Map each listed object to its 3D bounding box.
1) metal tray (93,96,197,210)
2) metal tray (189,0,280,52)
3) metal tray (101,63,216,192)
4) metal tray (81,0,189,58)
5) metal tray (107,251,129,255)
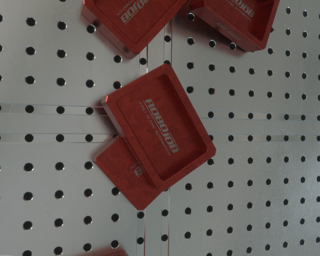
[{"bbox_3d":[-0.010,0.031,0.407,0.130,0.030,0.090,-42,104,-15],"label":"metal tray"},{"bbox_3d":[0.109,-0.176,0.434,0.131,0.030,0.090,22,82,-34],"label":"metal tray"},{"bbox_3d":[0.001,-0.001,0.378,0.090,0.030,0.130,-33,101,-17],"label":"metal tray"},{"bbox_3d":[-0.025,-0.167,0.401,0.090,0.030,0.130,43,76,-15],"label":"metal tray"},{"bbox_3d":[-0.093,0.216,0.376,0.131,0.030,0.089,-10,94,-20],"label":"metal tray"}]
